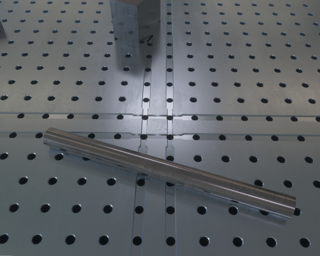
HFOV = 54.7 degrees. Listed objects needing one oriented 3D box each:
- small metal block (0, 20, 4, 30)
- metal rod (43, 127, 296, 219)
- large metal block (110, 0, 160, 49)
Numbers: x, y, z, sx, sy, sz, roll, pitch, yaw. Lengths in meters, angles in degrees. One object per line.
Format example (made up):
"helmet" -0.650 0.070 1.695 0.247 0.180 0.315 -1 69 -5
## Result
"small metal block" -0.326 -0.196 0.570 0.050 0.025 0.050 -29 56 -23
"metal rod" 0.001 0.049 0.366 0.301 0.025 0.025 15 52 12
"large metal block" -0.040 -0.198 0.538 0.050 0.080 0.080 21 53 17
